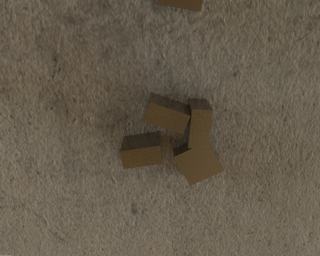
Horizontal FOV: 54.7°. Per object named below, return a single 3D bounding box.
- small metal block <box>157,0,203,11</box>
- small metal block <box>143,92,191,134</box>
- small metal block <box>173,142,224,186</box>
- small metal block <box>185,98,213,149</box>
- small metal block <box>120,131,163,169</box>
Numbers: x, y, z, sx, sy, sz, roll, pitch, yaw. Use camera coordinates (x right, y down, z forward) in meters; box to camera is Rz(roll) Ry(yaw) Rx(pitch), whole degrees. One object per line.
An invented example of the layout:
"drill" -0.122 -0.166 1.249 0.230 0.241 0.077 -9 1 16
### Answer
"small metal block" 0.025 -0.162 0.350 0.050 0.025 0.050 9 110 -4
"small metal block" 0.008 -0.020 0.389 0.050 0.050 0.025 18 109 -7
"small metal block" 0.052 0.044 0.427 0.050 0.025 0.050 -26 108 9
"small metal block" 0.048 -0.007 0.395 0.025 0.050 0.050 3 110 -2
"small metal block" -0.023 0.028 0.407 0.050 0.050 0.025 -8 110 2
